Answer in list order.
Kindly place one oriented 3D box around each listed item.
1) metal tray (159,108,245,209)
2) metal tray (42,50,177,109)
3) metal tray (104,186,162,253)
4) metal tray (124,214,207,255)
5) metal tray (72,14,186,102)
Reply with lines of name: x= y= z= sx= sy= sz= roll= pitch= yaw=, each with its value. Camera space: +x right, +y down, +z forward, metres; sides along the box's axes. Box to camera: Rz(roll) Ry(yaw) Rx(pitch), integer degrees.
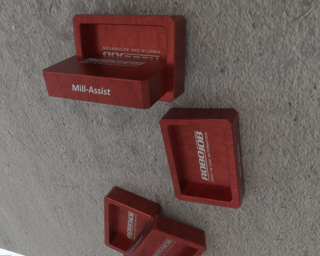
metal tray: x=0.056 y=0.039 z=0.397 sx=0.090 sy=0.030 sz=0.129 roll=2 pitch=120 yaw=27
metal tray: x=-0.053 y=-0.061 z=0.354 sx=0.130 sy=0.090 sz=0.030 roll=9 pitch=122 yaw=23
metal tray: x=-0.050 y=0.170 z=0.534 sx=0.090 sy=0.030 sz=0.129 roll=18 pitch=126 yaw=17
metal tray: x=0.003 y=0.200 z=0.496 sx=0.090 sy=0.030 sz=0.129 roll=24 pitch=122 yaw=-12
metal tray: x=-0.037 y=-0.084 z=0.360 sx=0.130 sy=0.030 sz=0.089 roll=10 pitch=114 yaw=24
